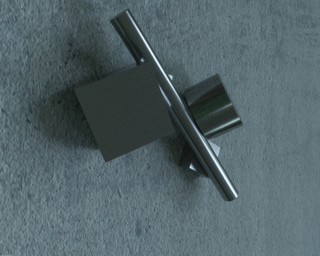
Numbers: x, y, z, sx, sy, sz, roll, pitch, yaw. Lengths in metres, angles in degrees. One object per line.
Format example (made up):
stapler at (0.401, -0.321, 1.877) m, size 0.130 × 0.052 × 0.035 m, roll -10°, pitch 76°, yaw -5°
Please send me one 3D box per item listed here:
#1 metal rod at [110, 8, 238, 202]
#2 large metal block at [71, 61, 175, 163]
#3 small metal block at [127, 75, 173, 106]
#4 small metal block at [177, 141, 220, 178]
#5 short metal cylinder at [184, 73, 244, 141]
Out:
metal rod at (0.031, -0.012, 0.402) m, size 0.025 × 0.025 × 0.299 m, roll -49°, pitch 119°, yaw -29°
large metal block at (-0.040, -0.021, 0.336) m, size 0.081 × 0.050 × 0.080 m, roll -24°, pitch 107°, yaw -13°
small metal block at (-0.014, -0.049, 0.396) m, size 0.050 × 0.025 × 0.050 m, roll 16°, pitch 80°, yaw -39°
small metal block at (0.058, 0.042, 0.458) m, size 0.050 × 0.025 × 0.050 m, roll 31°, pitch 71°, yaw -36°
short metal cylinder at (0.075, -0.029, 0.429) m, size 0.080 × 0.050 × 0.080 m, roll 56°, pitch 18°, yaw -27°
